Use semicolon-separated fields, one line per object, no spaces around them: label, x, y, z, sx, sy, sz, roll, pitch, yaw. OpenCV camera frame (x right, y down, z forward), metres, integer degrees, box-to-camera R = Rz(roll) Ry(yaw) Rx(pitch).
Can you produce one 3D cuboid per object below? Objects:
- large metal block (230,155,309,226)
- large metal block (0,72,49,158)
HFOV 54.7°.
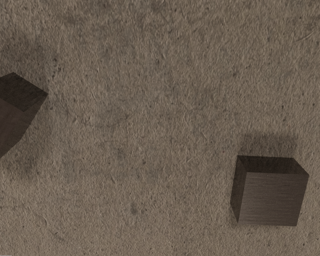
large metal block;0.148;0.086;0.431;0.081;0.050;0.079;3;110;-2
large metal block;-0.189;-0.014;0.373;0.050;0.080;0.080;34;106;-12
